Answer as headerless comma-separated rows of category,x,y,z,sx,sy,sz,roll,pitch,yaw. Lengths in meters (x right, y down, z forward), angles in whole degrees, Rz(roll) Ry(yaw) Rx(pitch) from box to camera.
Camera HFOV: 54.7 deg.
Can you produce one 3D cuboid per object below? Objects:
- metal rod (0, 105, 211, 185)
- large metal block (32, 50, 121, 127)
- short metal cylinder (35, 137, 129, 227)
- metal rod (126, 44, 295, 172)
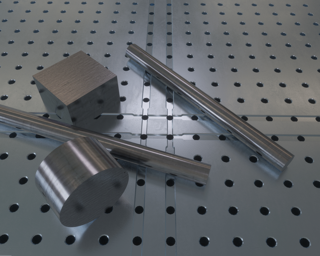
metal rod,-0.085,0.016,0.392,0.301,0.025,0.025,15,52,12
large metal block,-0.115,-0.055,0.437,0.080,0.050,0.080,37,59,27
short metal cylinder,-0.080,0.056,0.324,0.080,0.080,0.050,-33,58,-25
metal rod,0.053,-0.043,0.443,0.025,0.025,0.300,-35,58,-26
